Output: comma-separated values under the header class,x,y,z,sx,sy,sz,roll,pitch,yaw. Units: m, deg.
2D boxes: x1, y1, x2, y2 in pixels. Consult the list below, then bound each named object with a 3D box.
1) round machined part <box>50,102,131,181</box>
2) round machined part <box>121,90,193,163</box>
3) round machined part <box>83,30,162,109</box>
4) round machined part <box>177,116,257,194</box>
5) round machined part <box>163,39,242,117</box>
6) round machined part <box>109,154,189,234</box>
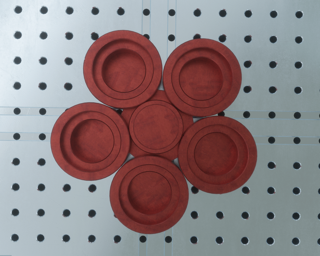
class,x,y,z,sx,sy,sz,roll,pitch,yaw
round machined part,-0.086,0.016,0.404,0.099,0.042,0.097,0,90,0
round machined part,-0.005,-0.001,0.404,0.099,0.042,0.097,0,90,0
round machined part,-0.046,-0.073,0.404,0.099,0.042,0.097,0,90,0
round machined part,0.072,0.033,0.405,0.099,0.042,0.097,0,90,0
round machined part,0.053,-0.063,0.405,0.099,0.042,0.097,0,90,0
round machined part,-0.013,0.083,0.404,0.099,0.042,0.097,0,90,0
